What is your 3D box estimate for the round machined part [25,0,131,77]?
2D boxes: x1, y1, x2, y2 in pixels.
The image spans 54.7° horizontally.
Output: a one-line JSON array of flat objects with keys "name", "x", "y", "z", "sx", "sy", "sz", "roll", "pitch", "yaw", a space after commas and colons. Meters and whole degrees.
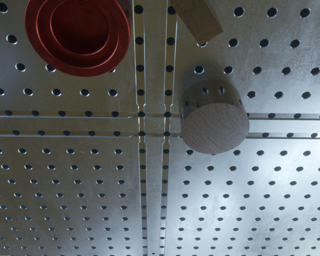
[{"name": "round machined part", "x": -0.078, "y": -0.104, "z": 0.311, "sx": 0.099, "sy": 0.042, "sz": 0.097, "roll": -1, "pitch": 130, "yaw": 0}]

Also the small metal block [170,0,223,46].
[{"name": "small metal block", "x": 0.034, "y": -0.115, "z": 0.298, "sx": 0.025, "sy": 0.050, "sz": 0.050, "roll": -29, "pitch": 125, "yaw": 22}]

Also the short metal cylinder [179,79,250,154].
[{"name": "short metal cylinder", "x": 0.065, "y": -0.013, "z": 0.385, "sx": 0.081, "sy": 0.050, "sz": 0.079, "roll": 0, "pitch": 130, "yaw": 0}]
